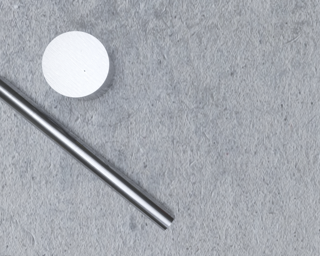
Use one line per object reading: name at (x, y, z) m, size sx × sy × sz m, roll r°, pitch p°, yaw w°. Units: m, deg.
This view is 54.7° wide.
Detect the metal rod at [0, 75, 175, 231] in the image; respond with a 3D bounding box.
metal rod at (-0.105, 0.031, 0.409) m, size 0.300 × 0.025 × 0.025 m, roll 39°, pitch 90°, yaw 0°

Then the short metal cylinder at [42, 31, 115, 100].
short metal cylinder at (-0.101, -0.077, 0.397) m, size 0.081 × 0.050 × 0.080 m, roll 0°, pitch 90°, yaw 0°
